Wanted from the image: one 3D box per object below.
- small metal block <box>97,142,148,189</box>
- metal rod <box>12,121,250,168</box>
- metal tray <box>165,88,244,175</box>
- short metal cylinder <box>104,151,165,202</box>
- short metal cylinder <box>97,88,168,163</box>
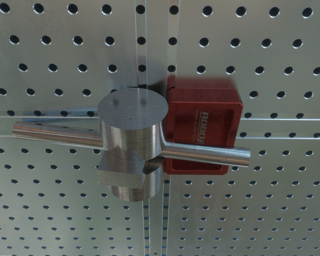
[{"bbox_3d":[-0.042,0.043,0.368,0.050,0.050,0.025,6,130,6],"label":"small metal block"},{"bbox_3d":[-0.040,0.020,0.397,0.302,0.025,0.025,7,131,6],"label":"metal rod"},{"bbox_3d":[0.053,0.009,0.417,0.091,0.030,0.129,1,130,-1],"label":"metal tray"},{"bbox_3d":[-0.034,0.052,0.418,0.081,0.080,0.050,1,130,-1],"label":"short metal cylinder"},{"bbox_3d":[-0.031,-0.005,0.369,0.081,0.080,0.050,1,130,-1],"label":"short metal cylinder"}]
